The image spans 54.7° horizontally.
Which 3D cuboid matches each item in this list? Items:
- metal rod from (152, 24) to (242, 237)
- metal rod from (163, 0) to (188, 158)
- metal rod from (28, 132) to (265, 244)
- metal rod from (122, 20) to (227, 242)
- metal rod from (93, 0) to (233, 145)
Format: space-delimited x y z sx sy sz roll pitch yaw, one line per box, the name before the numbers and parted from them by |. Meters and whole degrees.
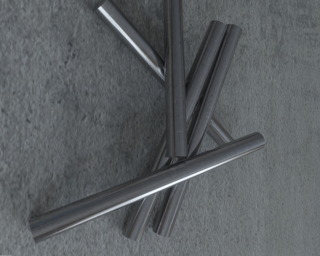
metal rod | 0.053 -0.001 0.423 0.025 0.025 0.299 24 83 -38
metal rod | 0.018 -0.113 0.393 0.025 0.025 0.298 7 77 -40
metal rod | 0.006 0.059 0.366 0.302 0.025 0.025 -18 102 -25
metal rod | 0.022 -0.003 0.400 0.025 0.025 0.299 29 79 -37
metal rod | 0.026 -0.053 0.428 0.300 0.025 0.025 43 64 -32
